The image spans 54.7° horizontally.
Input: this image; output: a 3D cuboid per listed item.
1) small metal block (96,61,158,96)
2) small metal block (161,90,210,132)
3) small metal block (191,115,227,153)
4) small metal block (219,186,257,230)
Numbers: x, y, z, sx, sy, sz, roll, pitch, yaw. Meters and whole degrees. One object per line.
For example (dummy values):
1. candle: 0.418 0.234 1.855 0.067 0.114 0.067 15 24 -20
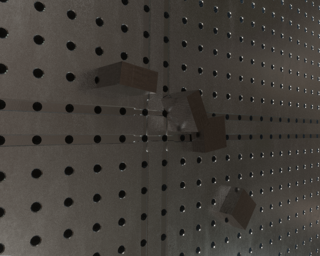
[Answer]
1. small metal block: -0.038 -0.056 0.362 0.050 0.050 0.025 9 84 -40
2. small metal block: 0.034 -0.023 0.424 0.025 0.050 0.050 -32 110 -36
3. small metal block: 0.075 0.008 0.475 0.050 0.025 0.050 -10 96 -40
4. small metal block: 0.132 0.135 0.524 0.050 0.025 0.050 48 61 -29
